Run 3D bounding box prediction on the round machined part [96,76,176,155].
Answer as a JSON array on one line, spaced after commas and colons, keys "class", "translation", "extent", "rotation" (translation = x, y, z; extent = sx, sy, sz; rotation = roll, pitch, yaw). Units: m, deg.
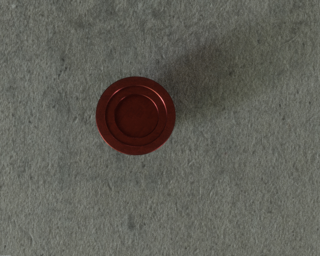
[{"class": "round machined part", "translation": [-0.030, -0.015, 0.401], "extent": [0.099, 0.042, 0.097], "rotation": [0, 90, -1]}]
